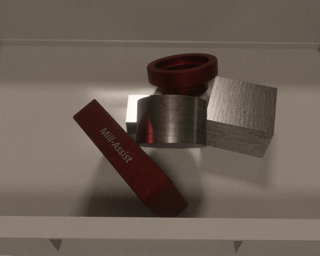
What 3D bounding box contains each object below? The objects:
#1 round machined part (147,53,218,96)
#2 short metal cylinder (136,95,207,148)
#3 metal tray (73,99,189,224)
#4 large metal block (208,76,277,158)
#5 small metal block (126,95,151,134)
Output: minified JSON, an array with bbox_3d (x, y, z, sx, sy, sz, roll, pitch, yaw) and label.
[{"bbox_3d":[0.033,-0.073,0.440,0.099,0.042,0.098,-7,26,3],"label":"round machined part"},{"bbox_3d":[0.013,-0.004,0.355,0.081,0.080,0.050,1,82,0],"label":"short metal cylinder"},{"bbox_3d":[-0.030,0.035,0.329,0.030,0.090,0.130,-42,60,-8],"label":"metal tray"},{"bbox_3d":[0.102,-0.016,0.403,0.080,0.050,0.080,13,51,10],"label":"large metal block"},{"bbox_3d":[-0.018,-0.019,0.420,0.050,0.025,0.050,1,50,0],"label":"small metal block"}]
